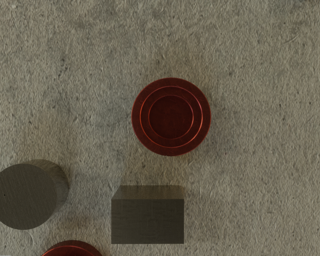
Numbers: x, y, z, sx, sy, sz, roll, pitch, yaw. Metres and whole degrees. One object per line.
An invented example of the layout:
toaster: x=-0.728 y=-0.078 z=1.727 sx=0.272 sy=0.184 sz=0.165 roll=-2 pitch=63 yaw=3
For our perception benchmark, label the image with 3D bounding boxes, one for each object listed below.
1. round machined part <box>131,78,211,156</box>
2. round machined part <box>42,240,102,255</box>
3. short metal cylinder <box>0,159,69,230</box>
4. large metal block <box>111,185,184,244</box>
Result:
round machined part: x=0.014 y=-0.014 z=0.402 sx=0.099 sy=0.042 sz=0.097 roll=0 pitch=90 yaw=-1
round machined part: x=-0.119 y=0.201 z=0.400 sx=0.099 sy=0.042 sz=0.097 roll=0 pitch=90 yaw=-1
short metal cylinder: x=-0.164 y=0.082 z=0.395 sx=0.081 sy=0.050 sz=0.079 roll=0 pitch=90 yaw=-1
large metal block: x=-0.014 y=0.103 z=0.382 sx=0.081 sy=0.080 sz=0.050 roll=0 pitch=90 yaw=-1
